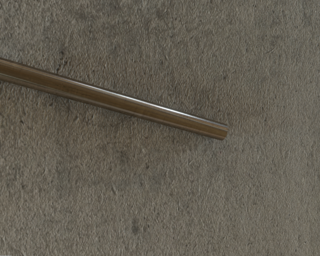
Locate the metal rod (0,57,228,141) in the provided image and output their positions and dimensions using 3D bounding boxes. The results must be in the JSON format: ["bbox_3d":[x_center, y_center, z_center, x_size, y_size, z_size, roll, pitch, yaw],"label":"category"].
[{"bbox_3d":[-0.048,-0.031,0.391,0.302,0.025,0.025,15,85,-20],"label":"metal rod"}]
